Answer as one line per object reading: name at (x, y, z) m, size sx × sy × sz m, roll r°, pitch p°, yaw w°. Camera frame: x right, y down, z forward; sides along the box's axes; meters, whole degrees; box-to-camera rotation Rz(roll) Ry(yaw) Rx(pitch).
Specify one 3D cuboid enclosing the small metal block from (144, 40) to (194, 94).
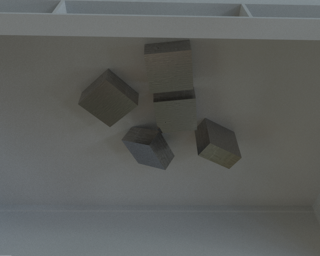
small metal block at (0.011, -0.069, 0.351) m, size 0.050 × 0.025 × 0.050 m, roll -5°, pitch 130°, yaw 4°

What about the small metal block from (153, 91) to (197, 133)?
small metal block at (0.020, -0.022, 0.391) m, size 0.050 × 0.025 × 0.050 m, roll -5°, pitch 130°, yaw 4°

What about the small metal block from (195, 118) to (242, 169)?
small metal block at (0.076, 0.020, 0.411) m, size 0.050 × 0.050 × 0.025 m, roll 24°, pitch 126°, yaw -20°

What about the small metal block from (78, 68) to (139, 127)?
small metal block at (-0.062, -0.036, 0.378) m, size 0.050 × 0.025 × 0.050 m, roll -36°, pitch 122°, yaw 26°

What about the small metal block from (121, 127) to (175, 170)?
small metal block at (-0.016, 0.027, 0.416) m, size 0.050 × 0.025 × 0.050 m, roll 8°, pitch 141°, yaw 40°
